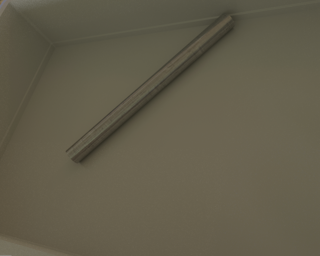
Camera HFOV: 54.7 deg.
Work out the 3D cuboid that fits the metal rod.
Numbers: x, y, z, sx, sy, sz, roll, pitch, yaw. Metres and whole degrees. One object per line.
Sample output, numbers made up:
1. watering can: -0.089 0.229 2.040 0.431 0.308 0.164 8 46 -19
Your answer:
1. metal rod: -0.013 -0.058 0.446 0.300 0.025 0.025 -41 51 -1
